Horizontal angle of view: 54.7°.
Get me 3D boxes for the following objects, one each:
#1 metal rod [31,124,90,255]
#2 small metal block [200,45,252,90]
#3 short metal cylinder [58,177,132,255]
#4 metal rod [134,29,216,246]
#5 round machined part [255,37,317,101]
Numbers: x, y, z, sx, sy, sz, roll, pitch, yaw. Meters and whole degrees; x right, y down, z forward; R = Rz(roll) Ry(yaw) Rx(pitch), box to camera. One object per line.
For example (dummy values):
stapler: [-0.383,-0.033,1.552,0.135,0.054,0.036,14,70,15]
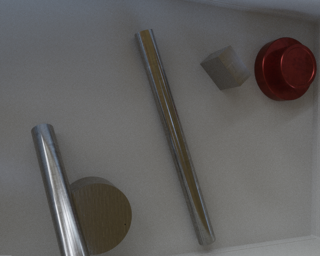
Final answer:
metal rod: [-0.080,0.122,0.294,0.025,0.025,0.299,-15,61,-20]
small metal block: [0.091,-0.082,0.432,0.025,0.050,0.050,-44,104,-15]
short metal cylinder: [-0.079,0.101,0.369,0.081,0.050,0.079,0,90,-21]
metal rod: [0.023,0.017,0.419,0.025,0.025,0.298,-20,97,-19]
round machined part: [0.200,-0.092,0.477,0.099,0.042,0.097,0,90,-21]
